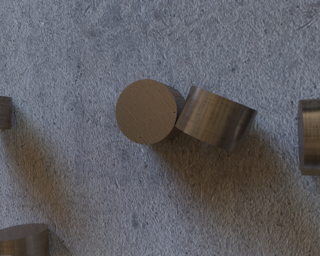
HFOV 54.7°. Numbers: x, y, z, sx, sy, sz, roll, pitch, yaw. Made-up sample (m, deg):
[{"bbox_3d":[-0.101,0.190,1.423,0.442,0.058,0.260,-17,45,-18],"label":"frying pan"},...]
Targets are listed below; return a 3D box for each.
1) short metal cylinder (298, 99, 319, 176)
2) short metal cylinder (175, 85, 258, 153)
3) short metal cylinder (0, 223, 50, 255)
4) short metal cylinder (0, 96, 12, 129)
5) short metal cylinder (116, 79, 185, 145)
[{"bbox_3d":[0.172,0.009,0.319,0.050,0.080,0.080,-2,90,20],"label":"short metal cylinder"},{"bbox_3d":[0.064,-0.011,0.357,0.080,0.080,0.050,24,98,18],"label":"short metal cylinder"},{"bbox_3d":[-0.205,0.176,0.452,0.080,0.080,0.050,-5,89,20],"label":"short metal cylinder"},{"bbox_3d":[-0.273,-0.025,0.476,0.080,0.080,0.050,3,91,20],"label":"short metal cylinder"},{"bbox_3d":[-0.009,-0.020,0.399,0.080,0.050,0.080,0,90,20],"label":"short metal cylinder"}]
